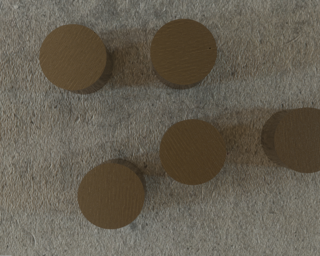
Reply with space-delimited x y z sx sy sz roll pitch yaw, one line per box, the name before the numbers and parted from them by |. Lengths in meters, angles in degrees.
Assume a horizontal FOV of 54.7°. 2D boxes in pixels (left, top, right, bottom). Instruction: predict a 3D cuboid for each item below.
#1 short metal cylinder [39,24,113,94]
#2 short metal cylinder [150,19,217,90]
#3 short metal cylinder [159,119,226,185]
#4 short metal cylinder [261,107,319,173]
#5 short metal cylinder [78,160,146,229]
short metal cylinder | -0.104 -0.085 0.396 0.081 0.050 0.080 0 90 0
short metal cylinder | 0.029 -0.092 0.397 0.081 0.050 0.080 0 90 0
short metal cylinder | 0.040 0.029 0.398 0.081 0.050 0.080 0 90 0
short metal cylinder | 0.178 0.015 0.399 0.081 0.050 0.080 0 90 0
short metal cylinder | -0.059 0.082 0.397 0.081 0.050 0.080 0 90 0
